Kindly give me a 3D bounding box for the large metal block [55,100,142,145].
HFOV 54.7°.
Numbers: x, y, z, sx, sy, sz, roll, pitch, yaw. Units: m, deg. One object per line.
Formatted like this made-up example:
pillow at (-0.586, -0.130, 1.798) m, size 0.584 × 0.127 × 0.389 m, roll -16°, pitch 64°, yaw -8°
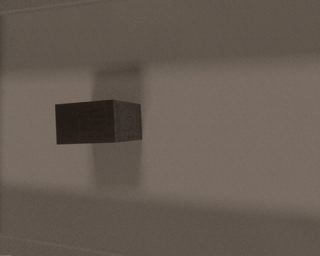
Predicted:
large metal block at (-0.077, -0.006, 0.407) m, size 0.080 × 0.080 × 0.050 m, roll -3°, pitch 89°, yaw 19°
